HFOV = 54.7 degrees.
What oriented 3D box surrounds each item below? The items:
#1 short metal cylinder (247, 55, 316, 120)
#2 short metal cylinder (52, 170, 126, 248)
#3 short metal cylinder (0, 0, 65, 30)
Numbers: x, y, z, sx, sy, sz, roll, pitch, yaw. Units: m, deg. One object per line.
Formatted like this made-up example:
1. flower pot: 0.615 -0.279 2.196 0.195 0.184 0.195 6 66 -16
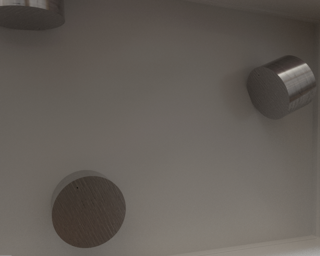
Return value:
1. short metal cylinder: 0.173 -0.058 0.447 0.050 0.080 0.080 -25 99 -19
2. short metal cylinder: -0.086 0.093 0.366 0.081 0.050 0.079 0 90 -21
3. short metal cylinder: -0.144 -0.140 0.328 0.081 0.080 0.050 -4 92 -20
